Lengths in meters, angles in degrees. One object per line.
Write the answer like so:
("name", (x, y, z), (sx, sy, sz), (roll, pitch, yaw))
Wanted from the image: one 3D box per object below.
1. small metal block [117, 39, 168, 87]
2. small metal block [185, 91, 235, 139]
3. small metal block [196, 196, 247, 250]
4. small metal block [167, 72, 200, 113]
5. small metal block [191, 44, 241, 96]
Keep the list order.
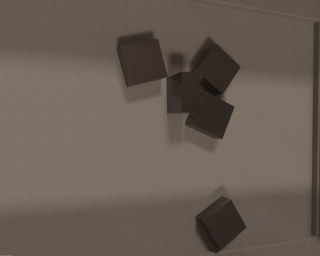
("small metal block", (-0.023, -0.084, 0.403), (0.050, 0.025, 0.050), (-17, 96, -20))
("small metal block", (0.070, -0.017, 0.438), (0.050, 0.025, 0.050), (25, 82, -19))
("small metal block", (0.088, 0.135, 0.445), (0.050, 0.025, 0.050), (-33, 101, -17))
("small metal block", (0.030, -0.045, 0.409), (0.025, 0.050, 0.050), (-1, 91, -20))
("small metal block", (0.078, -0.082, 0.441), (0.050, 0.025, 0.050), (38, 78, -17))
